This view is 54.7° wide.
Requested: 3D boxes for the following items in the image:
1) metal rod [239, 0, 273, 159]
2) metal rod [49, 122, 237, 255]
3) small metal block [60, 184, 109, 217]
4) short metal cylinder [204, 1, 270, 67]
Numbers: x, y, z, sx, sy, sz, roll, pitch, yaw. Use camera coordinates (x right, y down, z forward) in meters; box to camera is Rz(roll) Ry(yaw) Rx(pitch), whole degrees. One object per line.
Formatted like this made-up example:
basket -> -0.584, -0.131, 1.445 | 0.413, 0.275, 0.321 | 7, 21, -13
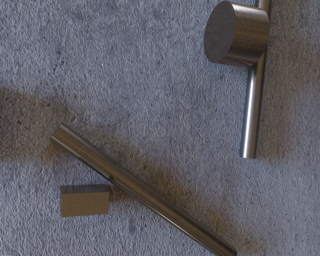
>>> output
metal rod -> 0.147, -0.104, 0.464 | 0.025, 0.025, 0.298 | 7, 88, -20
metal rod -> -0.010, 0.094, 0.406 | 0.301, 0.025, 0.025 | 39, 78, -16
small metal block -> -0.090, 0.084, 0.363 | 0.050, 0.050, 0.025 | 1, 90, -20
short metal cylinder -> 0.101, -0.125, 0.418 | 0.050, 0.080, 0.079 | 3, 89, -20
